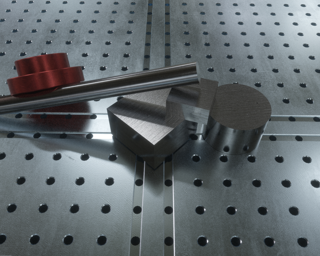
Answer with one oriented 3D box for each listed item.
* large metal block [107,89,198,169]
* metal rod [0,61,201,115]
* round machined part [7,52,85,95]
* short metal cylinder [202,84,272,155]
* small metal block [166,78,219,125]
[{"bbox_3d":[-0.008,-0.009,0.396,0.080,0.050,0.080,36,58,26],"label":"large metal block"},{"bbox_3d":[-0.101,-0.044,0.387,0.301,0.025,0.025,-7,48,16],"label":"metal rod"},{"bbox_3d":[-0.157,-0.076,0.423,0.099,0.042,0.098,-10,12,2],"label":"round machined part"},{"bbox_3d":[0.097,-0.012,0.403,0.081,0.050,0.080,0,50,0],"label":"short metal cylinder"},{"bbox_3d":[0.039,-0.036,0.370,0.050,0.025,0.050,15,51,11],"label":"small metal block"}]
